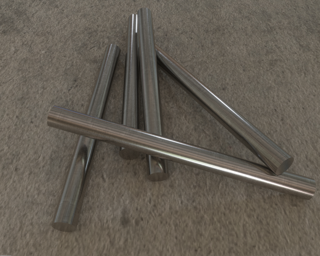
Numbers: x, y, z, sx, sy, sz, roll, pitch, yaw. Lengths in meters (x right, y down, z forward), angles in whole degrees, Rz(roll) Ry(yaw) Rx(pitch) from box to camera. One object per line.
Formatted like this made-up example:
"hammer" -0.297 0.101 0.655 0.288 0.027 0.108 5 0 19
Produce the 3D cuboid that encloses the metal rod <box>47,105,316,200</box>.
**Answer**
"metal rod" 0.023 0.028 0.349 0.302 0.025 0.025 16 51 0

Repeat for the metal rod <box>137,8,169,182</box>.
"metal rod" -0.014 -0.068 0.439 0.025 0.025 0.299 -3 56 -3

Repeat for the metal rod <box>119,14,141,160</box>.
"metal rod" -0.042 -0.083 0.472 0.025 0.025 0.300 -1 50 -1

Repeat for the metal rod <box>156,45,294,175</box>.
"metal rod" 0.056 -0.047 0.422 0.025 0.025 0.300 -24 48 -19

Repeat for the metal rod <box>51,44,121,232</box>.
"metal rod" -0.088 -0.013 0.412 0.025 0.025 0.300 3 50 2
